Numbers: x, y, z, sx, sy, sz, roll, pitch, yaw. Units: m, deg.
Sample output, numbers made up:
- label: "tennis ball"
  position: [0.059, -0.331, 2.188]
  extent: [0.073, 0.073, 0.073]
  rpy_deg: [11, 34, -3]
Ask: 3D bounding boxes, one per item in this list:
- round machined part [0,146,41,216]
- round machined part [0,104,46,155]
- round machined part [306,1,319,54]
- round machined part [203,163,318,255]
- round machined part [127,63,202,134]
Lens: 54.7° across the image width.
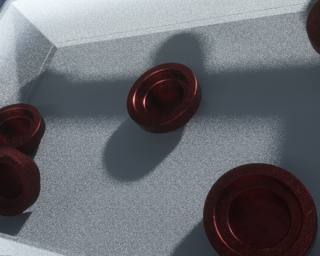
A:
- label: "round machined part"
  position: [-0.212, 0.072, 0.441]
  extent: [0.098, 0.042, 0.097]
  rpy_deg: [4, 106, 14]
- label: "round machined part"
  position: [-0.233, 0.010, 0.499]
  extent: [0.099, 0.042, 0.098]
  rpy_deg: [-3, 52, 5]
- label: "round machined part"
  position: [0.217, -0.128, 0.348]
  extent: [0.098, 0.042, 0.098]
  rpy_deg: [-15, 61, 30]
- label: "round machined part"
  position: [0.094, 0.086, 0.293]
  extent: [0.098, 0.042, 0.098]
  rpy_deg: [-13, 56, 21]
- label: "round machined part"
  position: [0.009, -0.035, 0.412]
  extent: [0.098, 0.042, 0.098]
  rpy_deg: [-13, 56, 21]
